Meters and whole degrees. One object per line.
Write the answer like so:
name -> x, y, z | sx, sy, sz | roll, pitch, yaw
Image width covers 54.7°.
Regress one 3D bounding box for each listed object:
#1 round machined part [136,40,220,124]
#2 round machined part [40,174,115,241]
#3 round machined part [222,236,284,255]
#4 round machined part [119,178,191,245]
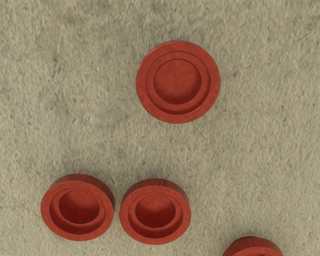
round machined part -> 0.021, -0.058, 0.380 | 0.099, 0.042, 0.097 | 0, 110, -1
round machined part -> -0.112, 0.107, 0.439 | 0.099, 0.042, 0.097 | 0, 110, -1
round machined part -> 0.142, 0.209, 0.480 | 0.099, 0.042, 0.097 | 0, 110, -1
round machined part -> -0.007, 0.114, 0.443 | 0.099, 0.042, 0.097 | 0, 110, -1
